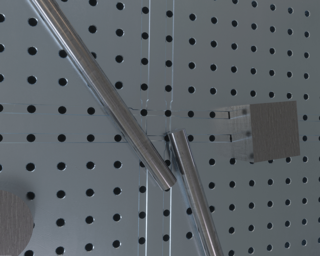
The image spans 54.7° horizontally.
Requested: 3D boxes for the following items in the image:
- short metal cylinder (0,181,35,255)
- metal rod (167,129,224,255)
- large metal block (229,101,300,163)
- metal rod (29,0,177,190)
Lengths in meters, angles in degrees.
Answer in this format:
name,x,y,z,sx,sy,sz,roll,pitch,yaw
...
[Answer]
name,x,y,z,sx,sy,sz,roll,pitch,yaw
short metal cylinder,-0.179,0.101,0.334,0.081,0.050,0.079,0,90,-20
metal rod,0.067,0.145,0.437,0.025,0.025,0.298,-20,97,-19
large metal block,0.154,0.004,0.456,0.081,0.050,0.079,-6,92,-20
metal rod,-0.069,-0.046,0.387,0.025,0.025,0.299,-37,102,-16
